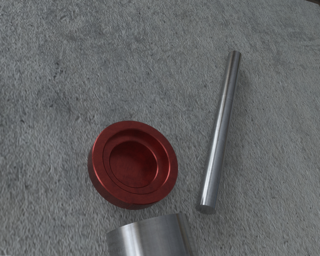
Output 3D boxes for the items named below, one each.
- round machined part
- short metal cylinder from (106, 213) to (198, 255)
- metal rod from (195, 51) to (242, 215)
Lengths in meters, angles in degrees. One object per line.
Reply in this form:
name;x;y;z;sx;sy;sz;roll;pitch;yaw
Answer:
round machined part;-0.033;0.044;0.348;0.099;0.042;0.098;14;56;-21
short metal cylinder;-0.007;0.117;0.293;0.081;0.080;0.050;-1;63;-29
metal rod;0.094;-0.015;0.463;0.025;0.025;0.300;28;52;-11
